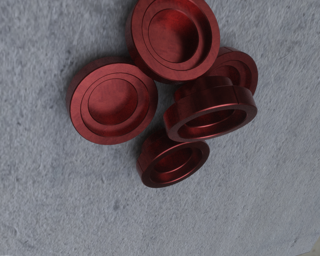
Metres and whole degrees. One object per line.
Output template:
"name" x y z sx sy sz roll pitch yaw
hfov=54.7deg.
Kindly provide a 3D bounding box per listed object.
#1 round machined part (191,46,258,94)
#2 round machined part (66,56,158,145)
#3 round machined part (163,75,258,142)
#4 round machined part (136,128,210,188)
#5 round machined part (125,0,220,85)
"round machined part" 0.075 -0.058 0.403 0.099 0.042 0.097 -14 125 -21
"round machined part" -0.055 -0.033 0.347 0.099 0.042 0.097 -14 125 -21
"round machined part" 0.051 -0.022 0.338 0.099 0.042 0.098 -11 159 -4
"round machined part" 0.013 0.035 0.414 0.099 0.042 0.097 -19 145 -14
"round machined part" 0.010 -0.094 0.327 0.099 0.042 0.097 1 87 -22
